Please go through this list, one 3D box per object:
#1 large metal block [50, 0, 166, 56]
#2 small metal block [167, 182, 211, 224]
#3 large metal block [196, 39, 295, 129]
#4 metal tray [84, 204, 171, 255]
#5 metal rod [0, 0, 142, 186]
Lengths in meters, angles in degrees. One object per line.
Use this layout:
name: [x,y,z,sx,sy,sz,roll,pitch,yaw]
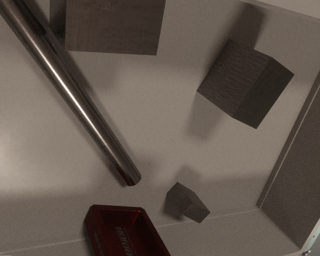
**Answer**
large metal block: [-0.052,-0.104,0.281,0.081,0.080,0.050,-4,120,-27]
small metal block: [0.046,0.119,0.493,0.025,0.050,0.050,-48,129,5]
large metal block: [0.106,-0.057,0.397,0.050,0.080,0.080,21,107,-36]
metal tray: [-0.041,0.160,0.419,0.091,0.130,0.030,14,111,-34]
metal rod: [-0.091,-0.032,0.339,0.025,0.025,0.299,-33,129,-7]
